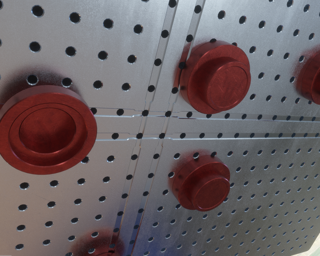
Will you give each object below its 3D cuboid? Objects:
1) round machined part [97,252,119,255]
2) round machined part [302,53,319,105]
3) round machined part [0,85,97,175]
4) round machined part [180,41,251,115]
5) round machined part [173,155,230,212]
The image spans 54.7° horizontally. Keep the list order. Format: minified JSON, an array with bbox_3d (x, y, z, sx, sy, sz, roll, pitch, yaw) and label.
[{"bbox_3d":[-0.089,0.243,0.504,0.099,0.042,0.097,-14,125,-21],"label":"round machined part"},{"bbox_3d":[0.288,-0.082,0.510,0.099,0.042,0.097,-14,125,-21],"label":"round machined part"},{"bbox_3d":[-0.122,-0.001,0.334,0.099,0.042,0.097,-14,124,-21],"label":"round machined part"},{"bbox_3d":[0.079,-0.061,0.408,0.099,0.042,0.097,-14,124,-21],"label":"round machined part"},{"bbox_3d":[0.074,0.096,0.503,0.099,0.042,0.097,-14,125,-21],"label":"round machined part"}]
